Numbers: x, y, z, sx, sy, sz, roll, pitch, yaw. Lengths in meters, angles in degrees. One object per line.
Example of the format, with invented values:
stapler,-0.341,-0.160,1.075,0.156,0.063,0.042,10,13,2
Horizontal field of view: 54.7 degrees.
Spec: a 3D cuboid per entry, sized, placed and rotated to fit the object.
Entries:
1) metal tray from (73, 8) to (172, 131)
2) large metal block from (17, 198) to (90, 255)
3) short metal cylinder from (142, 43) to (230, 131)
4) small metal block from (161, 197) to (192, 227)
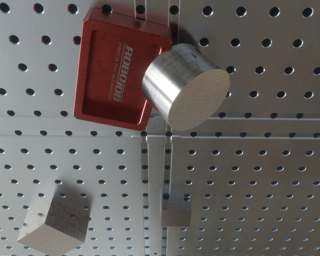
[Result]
metal tray,-0.046,-0.060,0.356,0.091,0.030,0.129,11,129,-10
large metal block,-0.186,0.178,0.545,0.080,0.050,0.080,-35,122,25
short metal cylinder,0.028,-0.043,0.335,0.081,0.050,0.080,-27,145,-21
small metal block,0.027,0.146,0.536,0.050,0.025,0.050,1,130,-1
